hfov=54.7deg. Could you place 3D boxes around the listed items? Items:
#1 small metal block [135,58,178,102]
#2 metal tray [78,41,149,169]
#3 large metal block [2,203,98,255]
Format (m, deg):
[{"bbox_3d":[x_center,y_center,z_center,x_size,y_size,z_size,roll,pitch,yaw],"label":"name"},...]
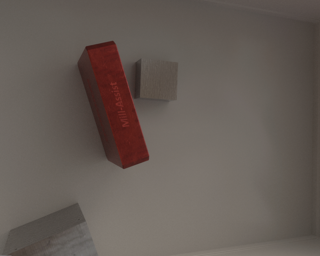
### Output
[{"bbox_3d":[-0.005,-0.062,0.410,0.050,0.025,0.050,2,89,-21],"label":"small metal block"},{"bbox_3d":[-0.057,-0.024,0.355,0.030,0.090,0.129,-18,97,-19],"label":"metal tray"},{"bbox_3d":[-0.117,0.130,0.339,0.081,0.080,0.050,-20,97,-19],"label":"large metal block"}]
